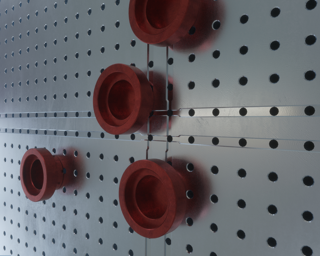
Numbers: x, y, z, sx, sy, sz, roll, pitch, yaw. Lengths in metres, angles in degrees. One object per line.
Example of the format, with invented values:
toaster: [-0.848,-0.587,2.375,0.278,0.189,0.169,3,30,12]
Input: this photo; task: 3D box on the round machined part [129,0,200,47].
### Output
round machined part: [0.010,-0.151,0.391,0.098,0.042,0.097,0,90,40]

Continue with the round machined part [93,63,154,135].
round machined part: [-0.047,-0.039,0.439,0.098,0.042,0.097,0,90,40]

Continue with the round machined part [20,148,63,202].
round machined part: [-0.218,0.086,0.581,0.098,0.042,0.097,0,90,40]

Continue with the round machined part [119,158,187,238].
round machined part: [-0.005,0.088,0.404,0.098,0.042,0.097,0,90,40]
